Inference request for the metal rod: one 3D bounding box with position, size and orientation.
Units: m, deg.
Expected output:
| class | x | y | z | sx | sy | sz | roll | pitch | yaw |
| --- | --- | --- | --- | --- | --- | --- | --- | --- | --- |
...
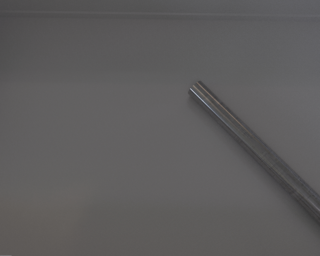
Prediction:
| class | x | y | z | sx | sy | sz | roll | pitch | yaw |
| --- | --- | --- | --- | --- | --- | --- | --- | --- | --- |
| metal rod | 0.147 | 0.050 | 0.392 | 0.025 | 0.025 | 0.300 | -40 | 75 | -13 |
